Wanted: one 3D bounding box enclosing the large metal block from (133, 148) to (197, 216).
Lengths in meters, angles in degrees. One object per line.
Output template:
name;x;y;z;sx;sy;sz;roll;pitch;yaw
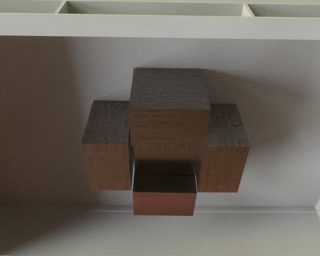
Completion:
large metal block;0.005;0.074;0.434;0.081;0.080;0.050;1;130;-1

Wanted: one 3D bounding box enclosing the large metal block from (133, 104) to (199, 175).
large metal block;0.008;0.015;0.402;0.081;0.050;0.079;0;130;-1

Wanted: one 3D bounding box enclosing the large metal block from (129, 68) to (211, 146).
large metal block;0.009;-0.025;0.349;0.081;0.080;0.050;1;130;-1

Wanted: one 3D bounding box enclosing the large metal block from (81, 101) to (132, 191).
large metal block;-0.060;0.021;0.389;0.050;0.080;0.079;1;130;-1

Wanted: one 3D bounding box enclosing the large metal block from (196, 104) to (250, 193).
large metal block;0.073;0.025;0.394;0.050;0.080;0.079;1;130;-1
